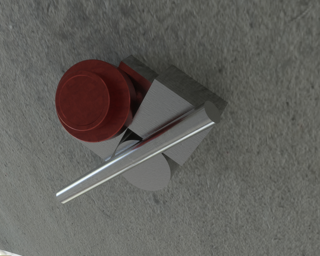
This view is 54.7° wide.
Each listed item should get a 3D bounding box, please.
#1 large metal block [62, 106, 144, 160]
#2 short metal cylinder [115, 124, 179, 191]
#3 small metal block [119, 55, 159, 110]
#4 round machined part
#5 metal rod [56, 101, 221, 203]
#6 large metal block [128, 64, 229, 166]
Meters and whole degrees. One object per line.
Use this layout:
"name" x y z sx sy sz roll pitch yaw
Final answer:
"large metal block" -0.076 -0.014 0.421 0.080 0.050 0.079 36 129 3
"short metal cylinder" -0.013 0.038 0.420 0.080 0.050 0.079 13 124 20
"small metal block" -0.031 -0.054 0.389 0.050 0.025 0.050 37 129 3
"round machined part" -0.081 -0.031 0.362 0.098 0.042 0.097 1 93 17
"metal rod" -0.050 0.045 0.396 0.299 0.025 0.025 -31 101 38
"large metal block" 0.021 -0.015 0.371 0.080 0.050 0.079 36 129 4
